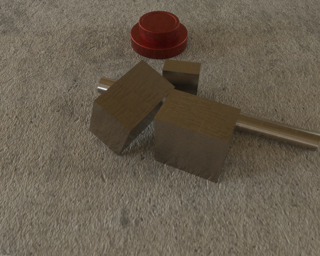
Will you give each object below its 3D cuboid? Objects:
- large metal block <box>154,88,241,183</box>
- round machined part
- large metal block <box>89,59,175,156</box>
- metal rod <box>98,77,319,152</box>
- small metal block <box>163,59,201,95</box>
[{"bbox_3d":[0.041,0.010,0.360,0.080,0.080,0.050,19,53,15],"label":"large metal block"},{"bbox_3d":[-0.001,-0.165,0.531,0.099,0.042,0.098,0,50,0],"label":"round machined part"},{"bbox_3d":[-0.036,-0.022,0.375,0.050,0.080,0.080,41,61,4],"label":"large metal block"},{"bbox_3d":[0.056,-0.023,0.422,0.301,0.025,0.025,16,52,12],"label":"metal rod"},{"bbox_3d":[0.030,-0.069,0.445,0.050,0.050,0.025,8,51,6],"label":"small metal block"}]
